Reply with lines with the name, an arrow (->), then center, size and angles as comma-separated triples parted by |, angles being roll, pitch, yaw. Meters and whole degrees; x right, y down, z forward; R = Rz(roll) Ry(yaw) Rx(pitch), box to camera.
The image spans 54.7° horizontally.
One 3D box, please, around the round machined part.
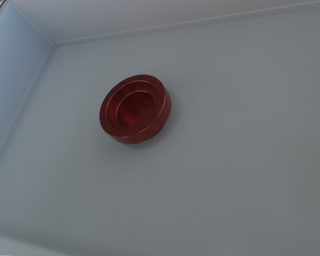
round machined part -> -0.029, -0.021, 0.422 | 0.098, 0.042, 0.098 | -13, 56, 20
